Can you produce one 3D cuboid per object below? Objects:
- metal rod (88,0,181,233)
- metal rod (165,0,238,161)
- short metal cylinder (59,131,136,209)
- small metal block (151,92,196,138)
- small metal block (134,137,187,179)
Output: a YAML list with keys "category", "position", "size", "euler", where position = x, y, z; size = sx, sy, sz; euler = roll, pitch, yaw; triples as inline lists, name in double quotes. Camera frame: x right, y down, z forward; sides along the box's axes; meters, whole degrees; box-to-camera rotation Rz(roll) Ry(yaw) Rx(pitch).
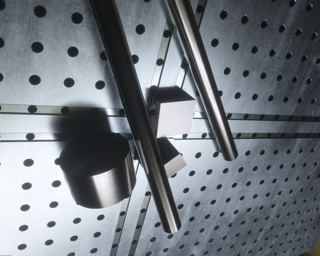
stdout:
- category: "metal rod"
  position: [-0.022, -0.001, 0.355]
  size: [0.025, 0.025, 0.298]
  euler: [-22, 114, -15]
- category: "metal rod"
  position: [0.060, -0.060, 0.406]
  size: [0.025, 0.025, 0.299]
  euler: [-33, 129, -7]
- category: "short metal cylinder"
  position: [-0.072, 0.048, 0.366]
  size: [0.081, 0.080, 0.050]
  euler: [-20, 126, -17]
- category: "small metal block"
  position: [0.016, -0.017, 0.409]
  size: [0.050, 0.025, 0.050]
  euler: [-8, 122, -25]
- category: "small metal block"
  position: [0.000, 0.044, 0.422]
  size: [0.050, 0.050, 0.025]
  euler: [-35, 129, -5]
